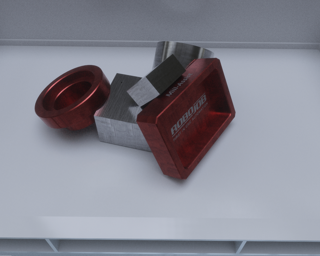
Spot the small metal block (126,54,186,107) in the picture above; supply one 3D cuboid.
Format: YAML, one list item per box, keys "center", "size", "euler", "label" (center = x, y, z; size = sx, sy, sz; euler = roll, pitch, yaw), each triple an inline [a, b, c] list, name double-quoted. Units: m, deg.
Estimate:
- center: [-0.005, -0.055, 0.366]
  size: [0.025, 0.050, 0.050]
  euler: [51, 59, -10]
  label: "small metal block"

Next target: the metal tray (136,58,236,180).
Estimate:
- center: [0.038, -0.014, 0.372]
  size: [0.030, 0.090, 0.131]
  euler: [8, 44, 43]
  label: "metal tray"

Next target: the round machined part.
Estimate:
- center: [-0.108, -0.035, 0.405]
  size: [0.098, 0.042, 0.098]
  euler: [-16, 42, 15]
  label: "round machined part"

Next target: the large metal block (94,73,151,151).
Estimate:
- center: [-0.029, -0.021, 0.404]
  size: [0.080, 0.050, 0.080]
  euler: [11, 51, 9]
  label: "large metal block"

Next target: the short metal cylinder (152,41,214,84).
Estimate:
- center: [0.031, -0.085, 0.431]
  size: [0.080, 0.080, 0.050]
  euler: [13, 95, 10]
  label: "short metal cylinder"
